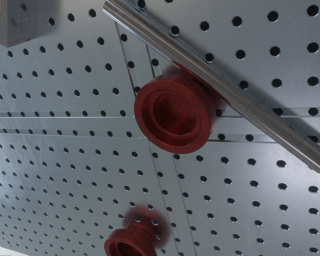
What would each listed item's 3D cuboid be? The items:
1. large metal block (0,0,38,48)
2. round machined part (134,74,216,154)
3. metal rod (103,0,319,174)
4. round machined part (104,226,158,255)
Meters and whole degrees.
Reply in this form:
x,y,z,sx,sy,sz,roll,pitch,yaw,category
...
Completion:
x,y,z,sx,sy,sz,roll,pitch,yaw,category
-0.211,-0.164,0.405,0.080,0.050,0.079,29,128,10,large metal block
0.021,-0.020,0.375,0.098,0.042,0.097,15,127,22,round machined part
0.062,-0.051,0.346,0.300,0.025,0.025,37,129,3,metal rod
-0.048,0.218,0.561,0.098,0.042,0.097,13,124,21,round machined part
